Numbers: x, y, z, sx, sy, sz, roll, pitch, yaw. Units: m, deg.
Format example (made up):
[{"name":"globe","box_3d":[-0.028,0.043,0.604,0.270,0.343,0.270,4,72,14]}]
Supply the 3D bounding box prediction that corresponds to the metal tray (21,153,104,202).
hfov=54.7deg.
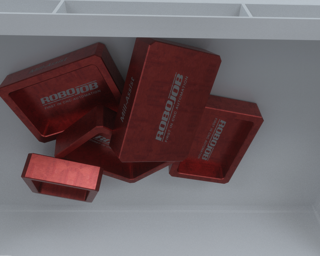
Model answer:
[{"name":"metal tray","box_3d":[-0.131,0.073,0.426,0.091,0.030,0.129,13,157,-12]}]

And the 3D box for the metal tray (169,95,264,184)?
[{"name":"metal tray","box_3d":[0.070,0.019,0.421,0.091,0.030,0.129,10,130,-9]}]

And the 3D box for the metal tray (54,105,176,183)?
[{"name":"metal tray","box_3d":[-0.054,0.027,0.398,0.090,0.030,0.131,-31,139,31]}]

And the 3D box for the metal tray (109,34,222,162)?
[{"name":"metal tray","box_3d":[0.005,-0.026,0.336,0.091,0.030,0.129,3,114,-33]}]

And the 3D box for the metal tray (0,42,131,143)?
[{"name":"metal tray","box_3d":[-0.108,-0.037,0.370,0.130,0.030,0.090,-16,129,12]}]
